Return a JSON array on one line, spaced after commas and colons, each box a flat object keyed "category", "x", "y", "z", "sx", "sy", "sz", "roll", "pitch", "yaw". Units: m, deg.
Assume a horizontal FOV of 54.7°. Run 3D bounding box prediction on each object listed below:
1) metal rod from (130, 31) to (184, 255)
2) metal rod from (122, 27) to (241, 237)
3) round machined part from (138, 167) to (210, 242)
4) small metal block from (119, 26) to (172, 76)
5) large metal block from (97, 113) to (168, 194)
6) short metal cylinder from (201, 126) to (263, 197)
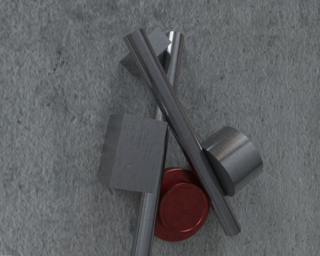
[{"category": "metal rod", "x": -0.002, "y": 0.020, "z": 0.394, "sx": 0.025, "sy": 0.025, "sz": 0.299, "roll": 13, "pitch": 80, "yaw": -20}, {"category": "metal rod", "x": 0.037, "y": 0.020, "z": 0.388, "sx": 0.025, "sy": 0.025, "sz": 0.299, "roll": -34, "pitch": 110, "yaw": -17}, {"category": "round machined part", "x": 0.024, "y": 0.103, "z": 0.412, "sx": 0.099, "sy": 0.042, "sz": 0.097, "roll": 0, "pitch": 90, "yaw": -21}, {"category": "small metal block", "x": -0.019, "y": -0.095, "z": 0.390, "sx": 0.050, "sy": 0.050, "sz": 0.025, "roll": -47, "pitch": 105, "yaw": -14}, {"category": "large metal block", "x": -0.036, "y": 0.027, "z": 0.369, "sx": 0.050, "sy": 0.080, "sz": 0.080, "roll": 13, "pitch": 86, "yaw": -20}, {"category": "short metal cylinder", "x": 0.090, "y": 0.044, "z": 0.416, "sx": 0.050, "sy": 0.080, "sz": 0.080, "roll": -34, "pitch": 101, "yaw": -17}]
